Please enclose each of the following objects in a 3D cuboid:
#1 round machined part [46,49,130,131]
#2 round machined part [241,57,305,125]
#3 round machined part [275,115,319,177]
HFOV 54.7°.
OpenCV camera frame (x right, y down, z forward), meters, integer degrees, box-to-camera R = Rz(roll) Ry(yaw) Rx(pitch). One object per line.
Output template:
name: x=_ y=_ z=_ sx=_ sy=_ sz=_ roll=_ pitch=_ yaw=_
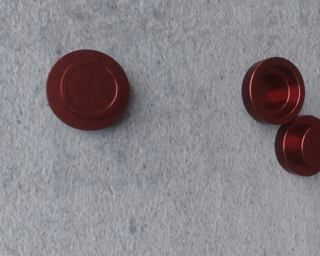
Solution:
round machined part: x=-0.084 y=-0.045 z=0.370 sx=0.099 sy=0.042 sz=0.097 roll=0 pitch=90 yaw=-21
round machined part: x=0.163 y=-0.053 z=0.462 sx=0.099 sy=0.042 sz=0.097 roll=0 pitch=90 yaw=-21
round machined part: x=0.235 y=0.028 z=0.489 sx=0.099 sy=0.042 sz=0.097 roll=0 pitch=90 yaw=-21
